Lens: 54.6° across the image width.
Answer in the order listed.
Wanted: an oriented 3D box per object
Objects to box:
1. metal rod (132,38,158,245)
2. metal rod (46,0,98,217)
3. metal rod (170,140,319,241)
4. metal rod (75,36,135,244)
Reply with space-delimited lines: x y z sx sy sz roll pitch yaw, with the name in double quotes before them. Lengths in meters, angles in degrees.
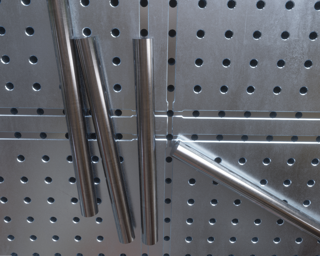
"metal rod" -0.018 0.032 0.424 0.025 0.025 0.298 -1 110 0
"metal rod" -0.111 -0.015 0.406 0.025 0.025 0.298 -3 110 1
"metal rod" 0.148 0.102 0.451 0.301 0.025 0.025 30 107 -11
"metal rod" -0.070 0.030 0.423 0.025 0.025 0.298 -7 110 2
